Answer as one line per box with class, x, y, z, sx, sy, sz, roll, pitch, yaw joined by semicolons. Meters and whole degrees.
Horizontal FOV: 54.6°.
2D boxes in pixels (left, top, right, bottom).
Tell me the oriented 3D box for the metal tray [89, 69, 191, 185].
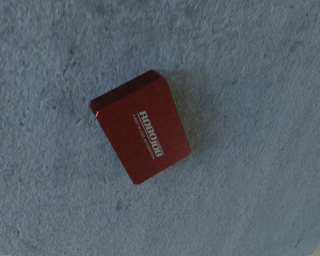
metal tray;-0.020;0.003;0.394;0.090;0.030;0.130;-30;128;-10
